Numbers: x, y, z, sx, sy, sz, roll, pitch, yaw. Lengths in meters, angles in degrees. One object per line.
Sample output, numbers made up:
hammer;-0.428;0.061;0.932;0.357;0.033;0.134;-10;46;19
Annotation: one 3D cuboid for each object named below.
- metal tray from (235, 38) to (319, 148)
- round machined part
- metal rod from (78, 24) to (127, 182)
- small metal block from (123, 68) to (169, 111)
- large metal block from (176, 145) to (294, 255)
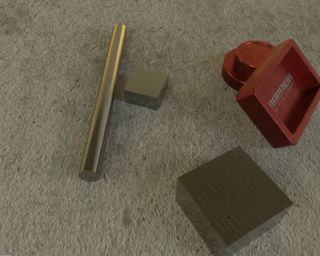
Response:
metal tray;0.163;-0.048;0.408;0.090;0.030;0.131;49;57;-11
round machined part;0.147;-0.098;0.475;0.099;0.042;0.098;0;50;0
metal rod;-0.076;-0.059;0.452;0.025;0.025;0.300;2;50;1
small metal block;-0.019;-0.057;0.451;0.050;0.025;0.050;15;52;12
large metal block;0.073;0.077;0.323;0.081;0.050;0.080;-24;54;-19
